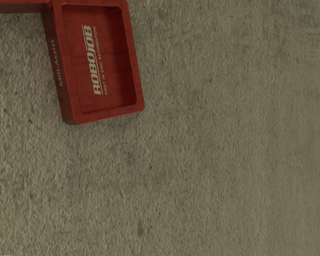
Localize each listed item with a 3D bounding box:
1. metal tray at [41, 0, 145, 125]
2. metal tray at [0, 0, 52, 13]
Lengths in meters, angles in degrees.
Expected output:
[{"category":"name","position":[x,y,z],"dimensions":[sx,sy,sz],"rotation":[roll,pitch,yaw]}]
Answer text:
[{"category":"metal tray","position":[-0.070,-0.075,0.341],"dimensions":[0.091,0.030,0.129],"rotation":[-16,100,-39]},{"category":"metal tray","position":[-0.147,-0.166,0.258],"dimensions":[0.091,0.030,0.129],"rotation":[-9,96,-20]}]
